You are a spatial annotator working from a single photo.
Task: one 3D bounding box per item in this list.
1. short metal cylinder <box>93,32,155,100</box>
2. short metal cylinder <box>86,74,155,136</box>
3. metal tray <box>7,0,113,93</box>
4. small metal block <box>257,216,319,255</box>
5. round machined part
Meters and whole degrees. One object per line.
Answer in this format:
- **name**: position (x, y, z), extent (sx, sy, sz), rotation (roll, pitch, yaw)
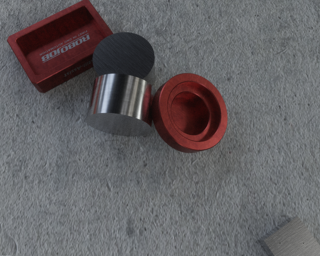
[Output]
- **short metal cylinder**: position (-0.047, -0.083, 0.425), extent (0.081, 0.050, 0.080), rotation (0, 70, 0)
- **short metal cylinder**: position (-0.048, -0.026, 0.388), extent (0.080, 0.080, 0.050), rotation (6, 70, 2)
- **metal tray**: position (-0.138, -0.120, 0.448), extent (0.131, 0.030, 0.090), rotation (-32, 73, -11)
- **small metal block**: position (0.152, 0.139, 0.359), extent (0.050, 0.025, 0.050), rotation (-30, 73, -11)
- **round machined part**: position (0.033, -0.016, 0.392), extent (0.099, 0.042, 0.098), rotation (7, 74, -26)
